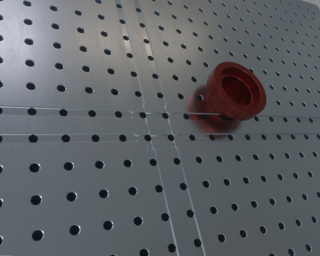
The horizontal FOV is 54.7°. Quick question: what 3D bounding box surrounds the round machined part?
[{"bbox_3d":[0.116,-0.054,0.492,0.099,0.042,0.098,14,56,-21],"label":"round machined part"}]
